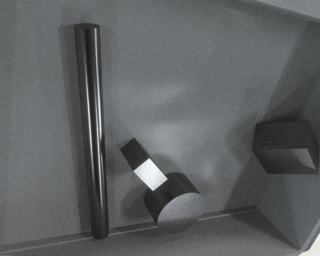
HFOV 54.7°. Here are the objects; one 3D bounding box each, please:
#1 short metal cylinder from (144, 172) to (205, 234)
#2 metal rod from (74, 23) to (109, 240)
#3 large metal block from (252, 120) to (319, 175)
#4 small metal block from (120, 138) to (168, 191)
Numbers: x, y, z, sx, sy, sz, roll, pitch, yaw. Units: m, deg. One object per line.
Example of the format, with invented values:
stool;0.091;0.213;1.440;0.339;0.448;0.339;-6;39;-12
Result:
short metal cylinder;0.022;0.116;0.478;0.081;0.050;0.079;-14;125;-21
metal rod;-0.080;0.027;0.382;0.025;0.025;0.298;-11;123;-23
large metal block;0.204;0.034;0.500;0.080;0.080;0.050;47;50;-40
small metal block;-0.022;0.048;0.412;0.025;0.050;0.050;-39;130;-2
